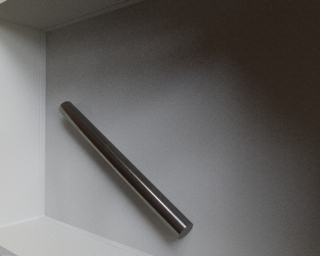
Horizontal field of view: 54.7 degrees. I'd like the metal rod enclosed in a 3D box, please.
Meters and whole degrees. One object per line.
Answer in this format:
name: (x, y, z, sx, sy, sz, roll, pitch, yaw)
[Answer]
metal rod: (-0.066, 0.045, 0.458, 0.300, 0.025, 0.025, 40, 114, 32)
